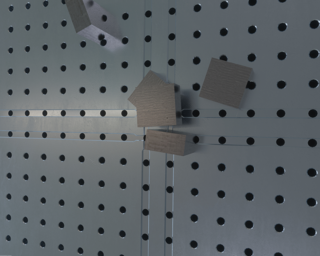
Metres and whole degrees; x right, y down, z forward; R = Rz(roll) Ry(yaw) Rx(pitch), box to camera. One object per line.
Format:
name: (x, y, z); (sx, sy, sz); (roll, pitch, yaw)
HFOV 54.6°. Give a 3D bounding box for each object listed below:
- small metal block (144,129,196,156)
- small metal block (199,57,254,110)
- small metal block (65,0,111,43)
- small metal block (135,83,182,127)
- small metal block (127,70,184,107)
small metal block: (0.014, 0.017, 0.395); (0.050, 0.050, 0.025); (8, 93, 20)
small metal block: (0.082, -0.054, 0.384); (0.050, 0.025, 0.050); (20, 97, 19)
small metal block: (-0.101, -0.154, 0.435); (0.025, 0.050, 0.050); (-23, 82, 19)
small metal block: (-0.001, -0.027, 0.387); (0.050, 0.025, 0.050); (-3, 89, 20)
small metal block: (-0.006, -0.041, 0.415); (0.050, 0.025, 0.050); (42, 103, 15)
